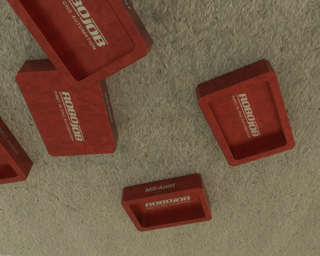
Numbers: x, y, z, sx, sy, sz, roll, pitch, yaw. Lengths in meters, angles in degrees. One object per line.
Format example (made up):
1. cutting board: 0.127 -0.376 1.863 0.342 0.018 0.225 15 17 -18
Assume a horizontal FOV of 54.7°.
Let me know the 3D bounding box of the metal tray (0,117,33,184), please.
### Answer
1. metal tray: -0.248 0.025 0.422 0.090 0.030 0.129 -10 130 8

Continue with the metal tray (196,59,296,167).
1. metal tray: 0.111 -0.013 0.393 0.090 0.030 0.130 -20 128 16

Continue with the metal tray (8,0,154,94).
1. metal tray: -0.077 -0.108 0.287 0.090 0.030 0.130 -26 110 19

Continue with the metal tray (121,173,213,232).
1. metal tray: 0.013 0.125 0.510 0.130 0.030 0.090 -13 129 10

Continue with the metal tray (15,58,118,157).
1. metal tray: -0.108 -0.022 0.384 0.091 0.030 0.129 -4 130 3
